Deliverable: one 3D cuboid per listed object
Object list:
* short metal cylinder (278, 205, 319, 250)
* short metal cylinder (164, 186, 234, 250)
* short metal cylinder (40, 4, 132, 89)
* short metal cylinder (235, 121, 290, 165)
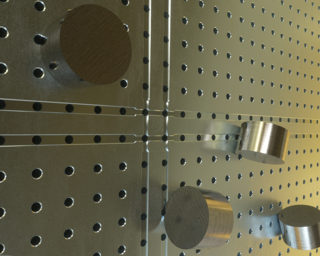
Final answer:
[{"bbox_3d":[0.282,0.195,0.614,0.081,0.080,0.050,-25,106,-38],"label":"short metal cylinder"},{"bbox_3d":[0.051,0.122,0.419,0.050,0.080,0.080,19,78,-39],"label":"short metal cylinder"},{"bbox_3d":[-0.078,-0.083,0.329,0.081,0.050,0.079,0,90,-40],"label":"short metal cylinder"},{"bbox_3d":[0.172,0.026,0.521,0.080,0.080,0.050,26,74,-37],"label":"short metal cylinder"}]
